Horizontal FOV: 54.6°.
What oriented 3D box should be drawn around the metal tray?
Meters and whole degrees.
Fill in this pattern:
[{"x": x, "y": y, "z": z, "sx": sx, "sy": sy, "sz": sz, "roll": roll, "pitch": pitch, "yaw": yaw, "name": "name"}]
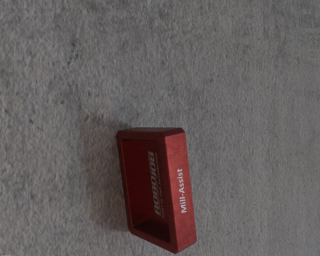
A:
[{"x": -0.006, "y": 0.065, "z": 0.356, "sx": 0.030, "sy": 0.090, "sz": 0.129, "roll": -11, "pitch": 97, "yaw": -39, "name": "metal tray"}]
